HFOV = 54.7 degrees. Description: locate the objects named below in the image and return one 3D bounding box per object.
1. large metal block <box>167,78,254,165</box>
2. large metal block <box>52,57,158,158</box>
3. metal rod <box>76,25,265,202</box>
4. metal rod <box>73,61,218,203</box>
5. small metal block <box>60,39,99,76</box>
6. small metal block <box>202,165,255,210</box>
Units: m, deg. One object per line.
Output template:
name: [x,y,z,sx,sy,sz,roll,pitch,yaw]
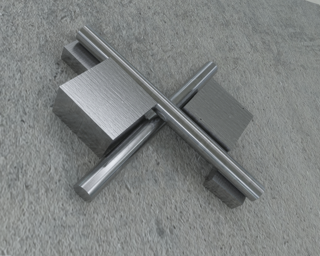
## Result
large metal block: [0.071,-0.010,0.434,0.080,0.050,0.080,43,51,1]
large metal block: [-0.065,-0.025,0.367,0.080,0.050,0.080,45,51,3]
metal rod: [0.012,-0.019,0.391,0.300,0.025,0.025,43,51,1]
metal rod: [0.002,-0.015,0.416,0.025,0.025,0.302,43,51,1]
small metal block: [-0.094,-0.092,0.412,0.050,0.025,0.050,45,51,2]
small metal block: [0.092,0.070,0.412,0.050,0.025,0.050,40,51,-1]
